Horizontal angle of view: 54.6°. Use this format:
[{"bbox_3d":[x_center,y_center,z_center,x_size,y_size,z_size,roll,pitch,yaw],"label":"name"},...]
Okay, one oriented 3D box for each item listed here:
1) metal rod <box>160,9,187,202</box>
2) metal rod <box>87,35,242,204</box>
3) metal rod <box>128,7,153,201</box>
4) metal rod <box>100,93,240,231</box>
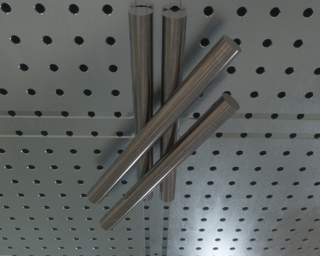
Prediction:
[{"bbox_3d":[0.013,-0.002,0.410,0.025,0.025,0.298,0,130,-1],"label":"metal rod"},{"bbox_3d":[-0.013,0.009,0.387,0.025,0.025,0.299,28,125,-22],"label":"metal rod"},{"bbox_3d":[-0.022,-0.004,0.408,0.025,0.025,0.298,0,130,-1],"label":"metal rod"},{"bbox_3d":[-0.003,0.064,0.432,0.025,0.025,0.299,28,125,-22],"label":"metal rod"}]
